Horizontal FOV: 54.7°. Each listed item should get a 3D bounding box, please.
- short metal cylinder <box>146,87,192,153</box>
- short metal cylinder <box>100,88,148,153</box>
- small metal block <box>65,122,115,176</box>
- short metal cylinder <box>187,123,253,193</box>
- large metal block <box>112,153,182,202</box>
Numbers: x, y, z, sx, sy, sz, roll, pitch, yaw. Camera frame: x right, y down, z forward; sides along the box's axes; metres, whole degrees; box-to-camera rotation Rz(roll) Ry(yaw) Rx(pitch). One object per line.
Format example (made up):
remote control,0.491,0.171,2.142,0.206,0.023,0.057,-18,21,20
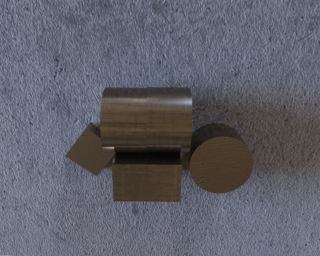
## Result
short metal cylinder,0.010,-0.010,0.379,0.050,0.080,0.079,1,110,0
short metal cylinder,-0.040,-0.009,0.378,0.050,0.080,0.079,1,110,0
small metal block,-0.090,0.029,0.421,0.050,0.025,0.050,36,106,-13
short metal cylinder,0.077,0.039,0.412,0.081,0.050,0.079,0,110,0
large metal block,-0.015,0.051,0.401,0.081,0.080,0.050,1,110,-1
